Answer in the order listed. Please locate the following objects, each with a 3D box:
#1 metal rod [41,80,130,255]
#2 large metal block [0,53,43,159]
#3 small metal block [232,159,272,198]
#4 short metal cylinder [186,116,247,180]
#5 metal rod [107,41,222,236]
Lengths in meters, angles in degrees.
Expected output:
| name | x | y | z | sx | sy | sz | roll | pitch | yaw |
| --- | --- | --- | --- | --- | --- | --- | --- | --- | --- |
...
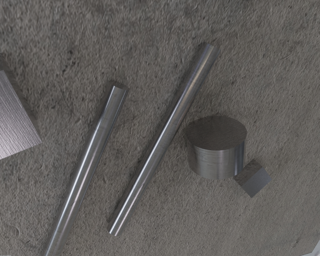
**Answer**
| name | x | y | z | sx | sy | sz | roll | pitch | yaw |
| --- | --- | --- | --- | --- | --- | --- | --- | --- | --- |
| metal rod | -0.106 | 0.080 | 0.397 | 0.025 | 0.025 | 0.298 | 13 | 112 | -34 |
| large metal block | -0.169 | -0.013 | 0.290 | 0.081 | 0.050 | 0.080 | -24 | 127 | -14 |
| small metal block | 0.165 | 0.091 | 0.554 | 0.050 | 0.025 | 0.050 | -43 | 130 | 1 |
| short metal cylinder | 0.078 | 0.025 | 0.430 | 0.081 | 0.080 | 0.050 | -19 | 126 | -17 |
| metal rod | -0.002 | 0.026 | 0.421 | 0.025 | 0.025 | 0.298 | 16 | 110 | -35 |
